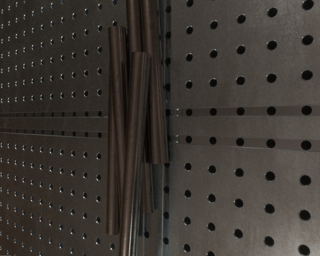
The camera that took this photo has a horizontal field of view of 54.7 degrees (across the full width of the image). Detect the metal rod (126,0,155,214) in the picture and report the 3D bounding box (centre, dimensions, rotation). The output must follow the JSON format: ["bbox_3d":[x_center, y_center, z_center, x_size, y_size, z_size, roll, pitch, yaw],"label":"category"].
[{"bbox_3d":[-0.028,-0.034,0.429,0.025,0.025,0.298,-5,87,39],"label":"metal rod"}]

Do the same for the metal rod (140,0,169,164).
[{"bbox_3d":[-0.010,-0.102,0.415,0.025,0.025,0.298,-6,86,39],"label":"metal rod"}]

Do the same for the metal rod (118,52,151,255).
[{"bbox_3d":[-0.035,0.054,0.401,0.025,0.025,0.298,7,94,39],"label":"metal rod"}]

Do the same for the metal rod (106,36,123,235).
[{"bbox_3d":[-0.065,0.007,0.460,0.025,0.025,0.298,2,91,39],"label":"metal rod"}]

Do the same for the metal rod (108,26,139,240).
[{"bbox_3d":[-0.051,0.010,0.436,0.025,0.025,0.298,-2,93,39],"label":"metal rod"}]
